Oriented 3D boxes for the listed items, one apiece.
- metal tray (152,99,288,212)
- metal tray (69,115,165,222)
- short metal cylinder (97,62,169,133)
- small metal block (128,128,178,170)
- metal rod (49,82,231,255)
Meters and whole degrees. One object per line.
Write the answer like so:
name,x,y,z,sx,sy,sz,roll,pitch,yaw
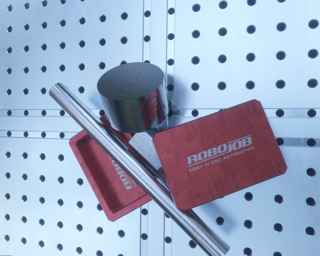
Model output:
metal tray,0.066,0.030,0.355,0.131,0.030,0.090,-19,83,-6
metal tray,-0.058,0.050,0.426,0.090,0.030,0.130,-33,80,17
short metal cylinder,-0.032,-0.039,0.384,0.080,0.080,0.050,9,135,19
small metal block,-0.005,0.025,0.396,0.050,0.050,0.025,42,103,15
metal rod,-0.035,0.046,0.389,0.300,0.025,0.025,43,103,14
